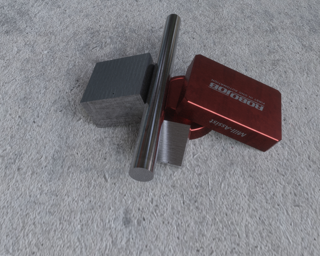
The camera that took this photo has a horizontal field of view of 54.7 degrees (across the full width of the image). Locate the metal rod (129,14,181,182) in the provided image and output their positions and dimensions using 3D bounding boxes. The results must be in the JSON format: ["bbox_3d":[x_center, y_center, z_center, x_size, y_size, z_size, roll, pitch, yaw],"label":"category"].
[{"bbox_3d":[0.002,-0.064,0.404,0.025,0.025,0.300,6,48,5],"label":"metal rod"}]

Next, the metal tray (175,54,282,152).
[{"bbox_3d":[0.093,-0.034,0.401,0.131,0.030,0.090,23,52,-8],"label":"metal tray"}]

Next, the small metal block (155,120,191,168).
[{"bbox_3d":[0.008,0.019,0.376,0.050,0.025,0.050,12,76,10],"label":"small metal block"}]

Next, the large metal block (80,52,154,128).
[{"bbox_3d":[-0.049,-0.050,0.416,0.080,0.050,0.080,-6,48,18],"label":"large metal block"}]

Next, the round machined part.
[{"bbox_3d":[0.033,-0.034,0.422,0.099,0.042,0.098,0,50,0],"label":"round machined part"}]
